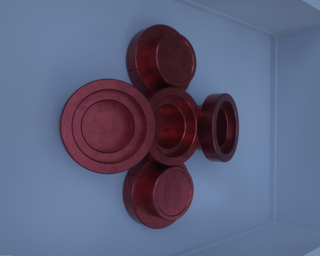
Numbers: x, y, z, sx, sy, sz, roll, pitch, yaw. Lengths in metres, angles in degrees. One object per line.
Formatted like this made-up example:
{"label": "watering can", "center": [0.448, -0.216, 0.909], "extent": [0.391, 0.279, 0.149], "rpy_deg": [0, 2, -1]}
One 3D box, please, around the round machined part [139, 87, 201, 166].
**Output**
{"label": "round machined part", "center": [0.005, -0.002, 0.396], "extent": [0.099, 0.042, 0.097], "rpy_deg": [0, 90, -40]}

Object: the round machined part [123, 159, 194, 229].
{"label": "round machined part", "center": [0.005, 0.080, 0.398], "extent": [0.099, 0.042, 0.097], "rpy_deg": [0, 90, -40]}

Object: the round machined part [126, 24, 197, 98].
{"label": "round machined part", "center": [0.009, -0.085, 0.400], "extent": [0.099, 0.042, 0.097], "rpy_deg": [0, 90, -40]}

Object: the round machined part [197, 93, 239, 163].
{"label": "round machined part", "center": [0.077, 0.000, 0.447], "extent": [0.099, 0.042, 0.097], "rpy_deg": [-1, 91, -56]}

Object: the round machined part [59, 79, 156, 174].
{"label": "round machined part", "center": [-0.058, -0.002, 0.334], "extent": [0.099, 0.042, 0.097], "rpy_deg": [0, 90, -23]}
